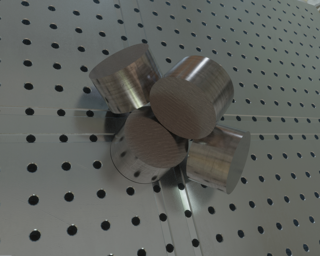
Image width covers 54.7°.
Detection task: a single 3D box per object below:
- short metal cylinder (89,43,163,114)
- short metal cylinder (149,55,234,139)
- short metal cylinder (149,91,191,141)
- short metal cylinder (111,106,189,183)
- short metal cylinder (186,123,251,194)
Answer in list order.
[{"bbox_3d":[-0.039,-0.062,0.382,0.080,0.080,0.050,-55,129,-39],"label":"short metal cylinder"},{"bbox_3d":[0.036,-0.034,0.348,0.080,0.080,0.050,41,51,0],"label":"short metal cylinder"},{"bbox_3d":[0.030,-0.026,0.425,0.081,0.050,0.080,14,56,-21],"label":"short metal cylinder"},{"bbox_3d":[-0.013,0.020,0.373,0.081,0.050,0.080,14,56,-21],"label":"short metal cylinder"},{"bbox_3d":[0.074,0.035,0.384,0.050,0.079,0.080,18,45,27],"label":"short metal cylinder"}]
